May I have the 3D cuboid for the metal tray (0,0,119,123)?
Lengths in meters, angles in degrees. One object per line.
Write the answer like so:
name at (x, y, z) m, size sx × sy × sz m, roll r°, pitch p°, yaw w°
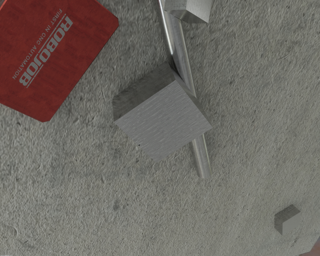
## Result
metal tray at (-0.113, -0.079, 0.294) m, size 0.090 × 0.030 × 0.130 m, roll 32°, pitch 101°, yaw -39°

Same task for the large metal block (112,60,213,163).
large metal block at (0.002, -0.018, 0.364) m, size 0.080 × 0.050 × 0.080 m, roll -33°, pitch 125°, yaw 13°

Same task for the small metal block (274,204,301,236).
small metal block at (0.286, 0.207, 0.695) m, size 0.050 × 0.025 × 0.050 m, roll -26°, pitch 128°, yaw -13°

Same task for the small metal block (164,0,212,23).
small metal block at (0.031, -0.139, 0.318) m, size 0.050 × 0.025 × 0.050 m, roll -2°, pitch 102°, yaw -57°

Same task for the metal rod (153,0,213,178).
metal rod at (0.035, -0.043, 0.400) m, size 0.025 × 0.025 × 0.298 m, roll -27°, pitch 128°, yaw -12°
